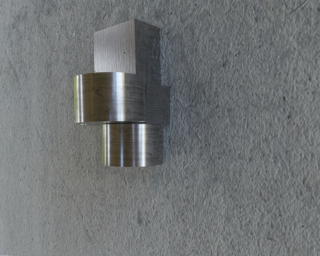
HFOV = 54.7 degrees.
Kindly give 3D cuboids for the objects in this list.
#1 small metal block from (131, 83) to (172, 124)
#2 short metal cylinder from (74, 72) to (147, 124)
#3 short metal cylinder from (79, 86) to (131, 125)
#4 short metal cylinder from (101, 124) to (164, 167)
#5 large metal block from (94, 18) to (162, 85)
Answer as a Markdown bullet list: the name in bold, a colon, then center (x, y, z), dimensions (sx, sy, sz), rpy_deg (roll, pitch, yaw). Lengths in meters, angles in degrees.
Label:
- **small metal block**: center (-0.010, -0.030, 0.401), dimensions (0.025, 0.050, 0.050), rpy_deg (1, 91, 40)
- **short metal cylinder**: center (-0.056, -0.031, 0.352), dimensions (0.080, 0.081, 0.050), rpy_deg (-3, 89, 40)
- **short metal cylinder**: center (-0.071, -0.030, 0.430), dimensions (0.080, 0.081, 0.050), rpy_deg (-3, 89, 40)
- **short metal cylinder**: center (-0.035, 0.020, 0.401), dimensions (0.080, 0.081, 0.050), rpy_deg (0, 90, 40)
- **large metal block**: center (-0.045, -0.095, 0.429), dimensions (0.080, 0.050, 0.080), rpy_deg (-2, 89, 40)
